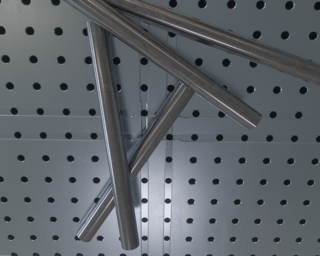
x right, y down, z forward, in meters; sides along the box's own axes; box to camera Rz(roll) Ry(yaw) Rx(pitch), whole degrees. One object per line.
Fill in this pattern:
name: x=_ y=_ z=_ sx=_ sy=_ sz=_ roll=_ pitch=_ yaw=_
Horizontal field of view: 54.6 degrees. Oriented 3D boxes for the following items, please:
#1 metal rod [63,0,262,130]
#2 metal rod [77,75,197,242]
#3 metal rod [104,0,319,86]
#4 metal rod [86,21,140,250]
metal rod: x=-0.008 y=-0.090 z=0.355 sx=0.301 sy=0.025 sz=0.025 roll=34 pitch=107 yaw=-9
metal rod: x=-0.034 y=0.046 z=0.430 sx=0.025 sy=0.025 sz=0.299 roll=31 pitch=107 yaw=-11
metal rod: x=0.080 y=-0.105 z=0.375 sx=0.302 sy=0.025 sz=0.025 roll=18 pitch=109 yaw=-7
metal rod: x=-0.058 y=0.019 z=0.400 sx=0.025 sy=0.025 sz=0.298 roll=-6 pitch=103 yaw=2
